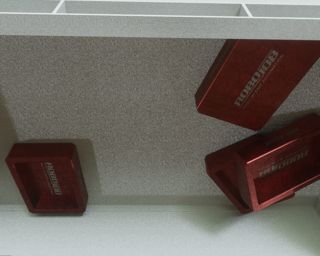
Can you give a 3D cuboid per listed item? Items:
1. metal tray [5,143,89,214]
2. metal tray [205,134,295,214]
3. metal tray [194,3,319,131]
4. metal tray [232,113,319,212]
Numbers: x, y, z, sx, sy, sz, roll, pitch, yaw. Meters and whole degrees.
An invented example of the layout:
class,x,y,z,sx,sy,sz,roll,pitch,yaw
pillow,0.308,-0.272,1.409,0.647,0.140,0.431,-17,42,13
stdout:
class,x,y,z,sx,sy,sz,roll,pitch,yaw
metal tray,-0.166,0.080,0.471,0.091,0.030,0.129,0,130,0
metal tray,0.138,0.075,0.471,0.090,0.030,0.130,-27,126,20
metal tray,0.108,-0.062,0.355,0.091,0.030,0.129,17,128,-15
metal tray,0.167,0.046,0.412,0.131,0.030,0.090,-24,122,-7
